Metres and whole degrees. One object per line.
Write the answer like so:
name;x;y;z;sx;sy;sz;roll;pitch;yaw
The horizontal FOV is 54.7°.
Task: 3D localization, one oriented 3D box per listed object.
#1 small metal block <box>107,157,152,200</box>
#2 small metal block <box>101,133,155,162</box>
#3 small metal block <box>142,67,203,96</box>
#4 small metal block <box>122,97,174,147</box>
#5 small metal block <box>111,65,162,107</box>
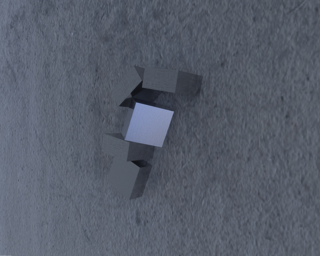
small metal block;-0.044;0.065;0.439;0.050;0.025;0.050;29;108;35
small metal block;-0.043;0.025;0.422;0.050;0.050;0.025;16;100;38
small metal block;0.015;-0.056;0.374;0.050;0.050;0.025;15;100;38
small metal block;-0.016;-0.007;0.397;0.025;0.050;0.050;-130;55;-64
small metal block;-0.026;-0.052;0.408;0.050;0.050;0.025;-43;63;31
